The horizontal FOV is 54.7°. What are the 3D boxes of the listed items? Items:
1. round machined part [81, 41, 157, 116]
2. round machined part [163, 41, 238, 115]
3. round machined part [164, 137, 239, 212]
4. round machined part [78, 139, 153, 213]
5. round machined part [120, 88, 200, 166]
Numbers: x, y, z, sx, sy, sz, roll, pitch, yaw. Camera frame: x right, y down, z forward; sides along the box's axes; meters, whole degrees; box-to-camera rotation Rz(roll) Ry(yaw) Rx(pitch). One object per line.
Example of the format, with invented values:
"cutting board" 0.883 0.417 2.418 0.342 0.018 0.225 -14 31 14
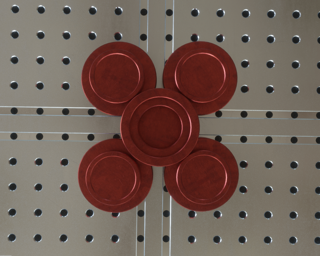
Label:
"round machined part" -0.054 -0.064 0.403 0.099 0.042 0.097 0 90 -1
"round machined part" 0.053 -0.065 0.405 0.099 0.042 0.097 0 90 -1
"round machined part" 0.055 0.061 0.405 0.099 0.042 0.097 0 90 -1
"round machined part" -0.058 0.063 0.405 0.099 0.042 0.097 0 90 -1
"round machined part" 0.000 -0.001 0.403 0.099 0.042 0.097 0 90 -1
